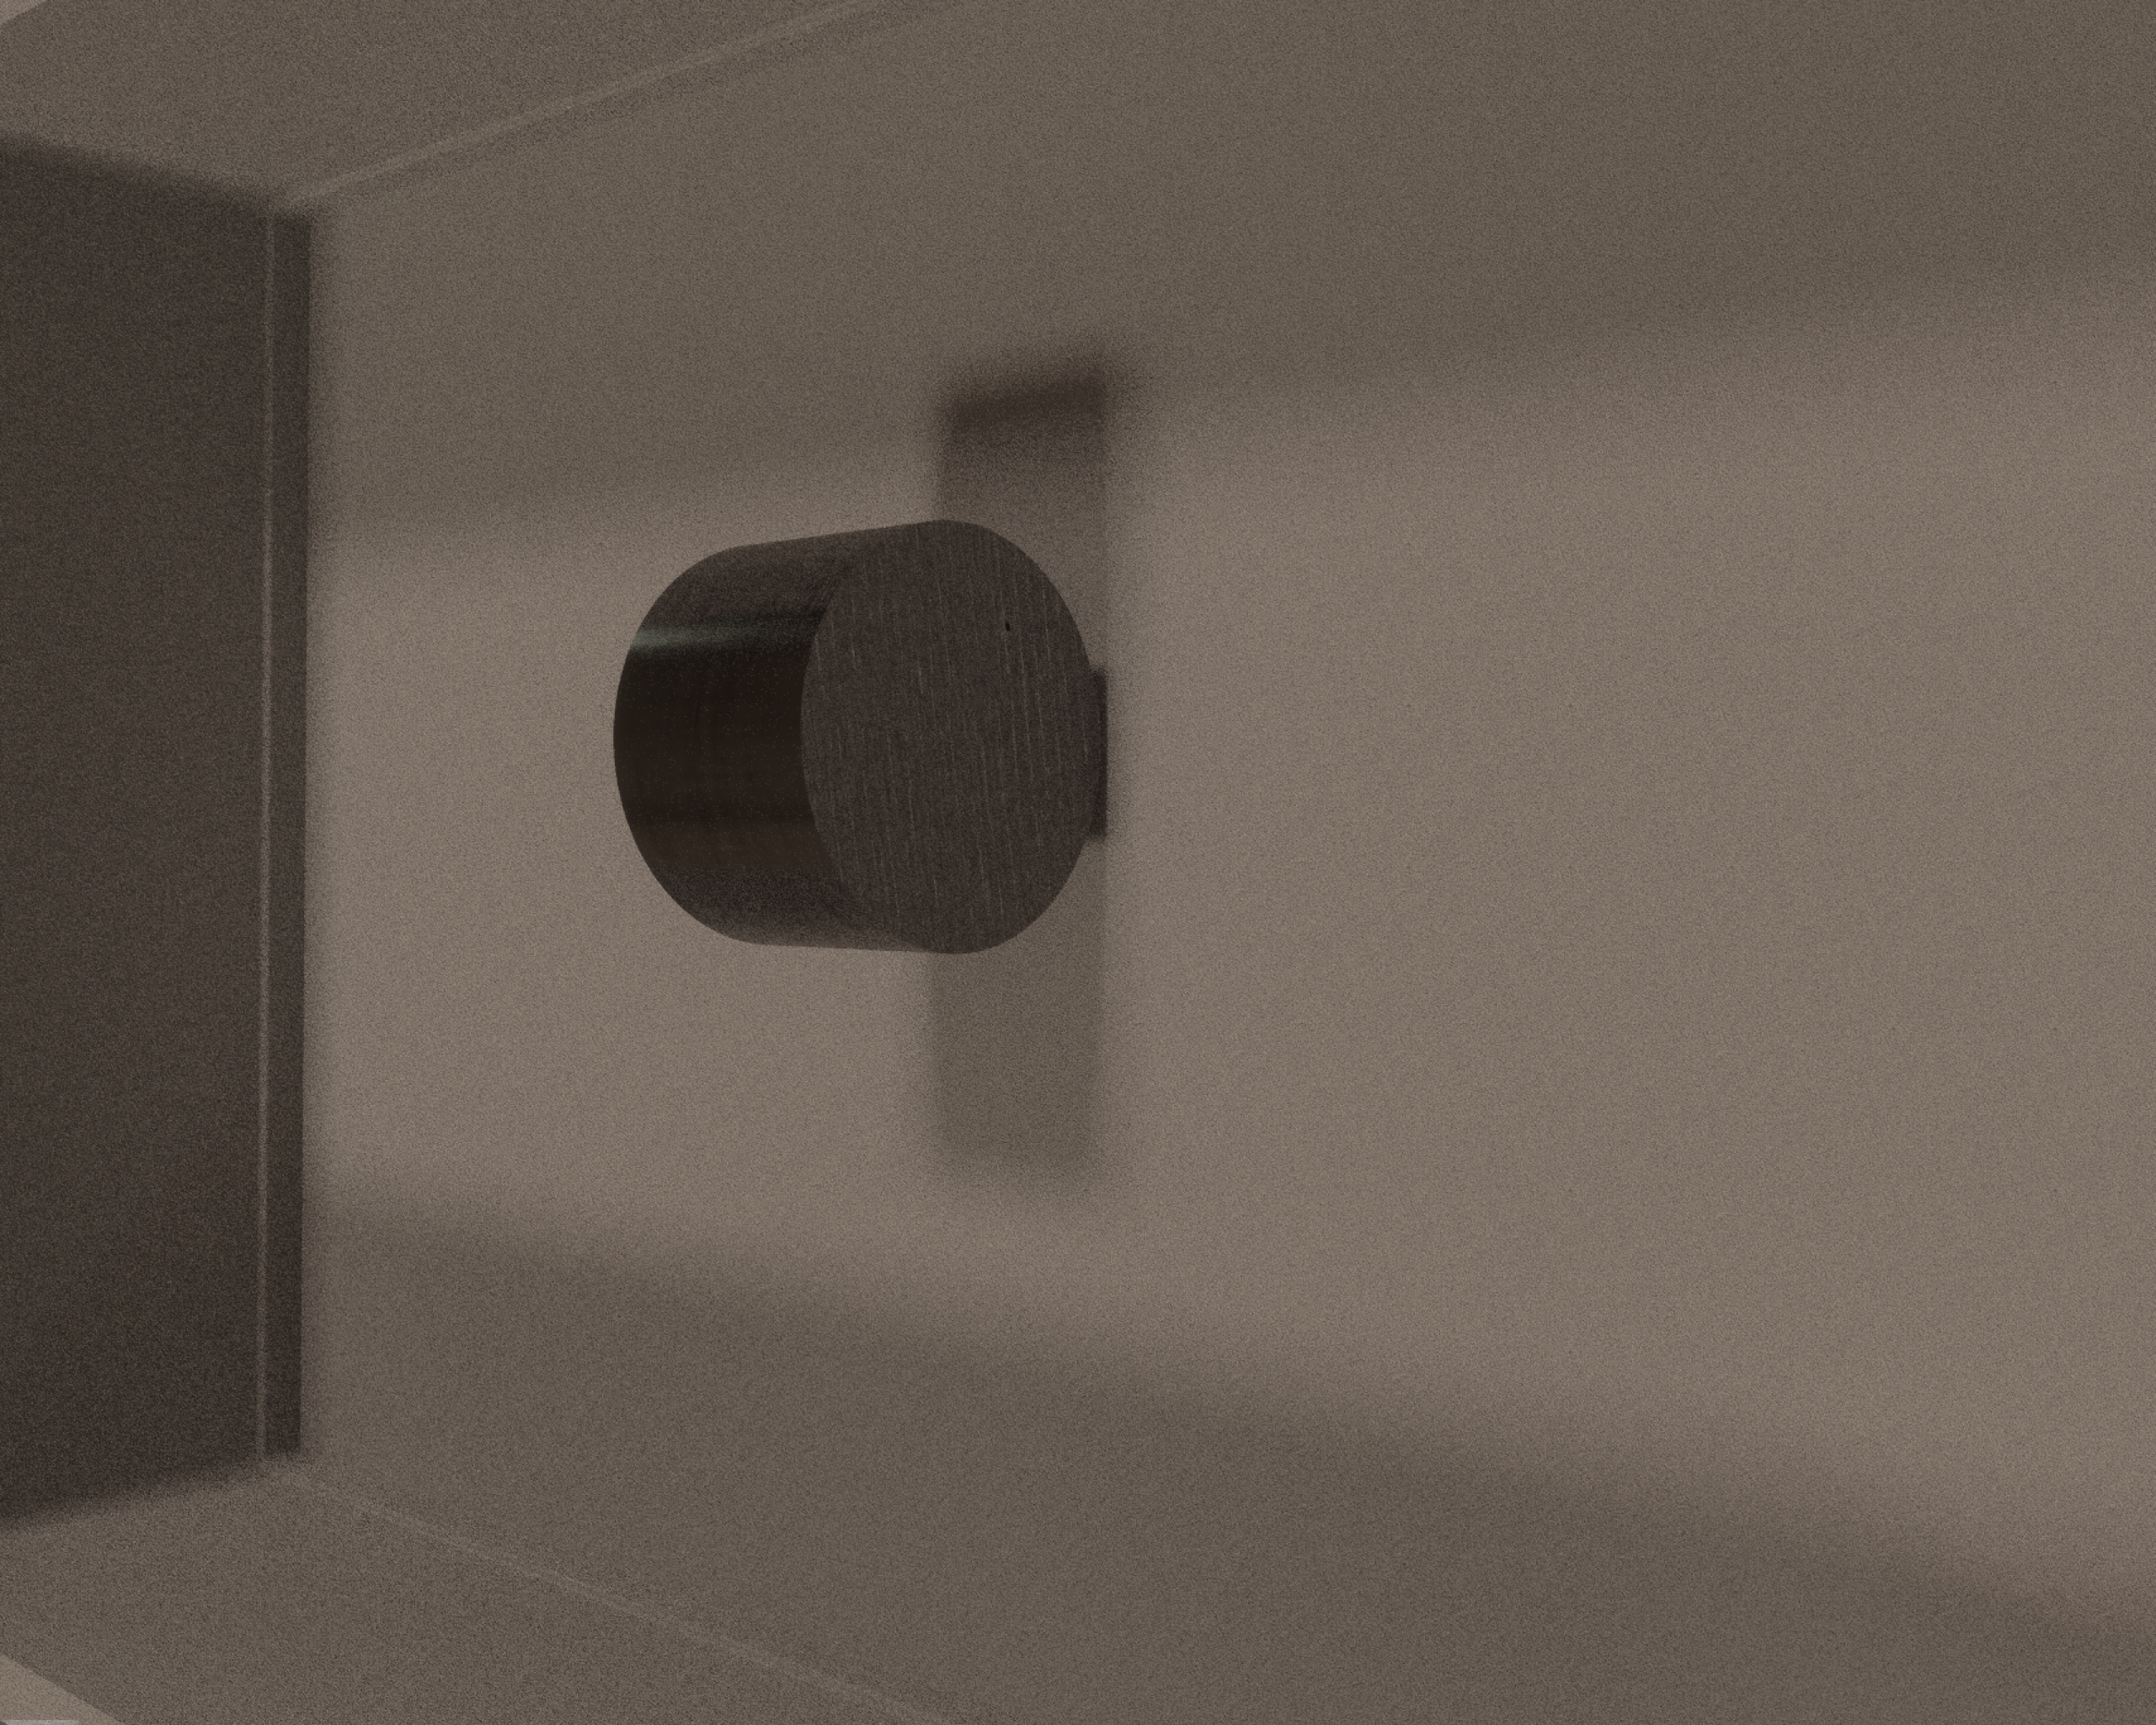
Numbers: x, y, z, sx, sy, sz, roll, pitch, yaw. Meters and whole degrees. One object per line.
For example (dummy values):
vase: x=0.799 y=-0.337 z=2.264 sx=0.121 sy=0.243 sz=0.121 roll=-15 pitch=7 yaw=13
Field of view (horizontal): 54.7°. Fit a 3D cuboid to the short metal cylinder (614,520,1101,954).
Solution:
short metal cylinder: x=-0.040 y=-0.023 z=0.399 sx=0.050 sy=0.081 sz=0.079 roll=0 pitch=90 yaw=40
